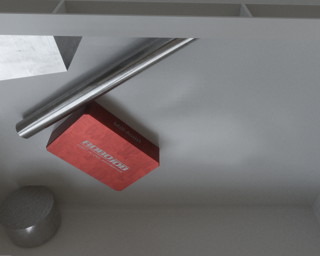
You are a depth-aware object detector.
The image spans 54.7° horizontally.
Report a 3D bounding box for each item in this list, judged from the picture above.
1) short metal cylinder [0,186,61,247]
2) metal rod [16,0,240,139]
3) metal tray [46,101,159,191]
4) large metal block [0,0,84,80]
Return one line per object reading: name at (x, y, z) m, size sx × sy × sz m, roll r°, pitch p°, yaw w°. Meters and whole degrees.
short metal cylinder at (-0.203, 0.138, 0.488) m, size 0.081 × 0.080 × 0.050 m, roll -1°, pitch 130°, yaw 0°
metal rod at (-0.053, -0.060, 0.357) m, size 0.300 × 0.025 × 0.025 m, roll -26°, pitch 126°, yaw 20°
metal tray at (-0.075, 0.030, 0.430) m, size 0.090 × 0.030 × 0.130 m, roll -37°, pitch 122°, yaw 26°
large metal block at (-0.127, -0.090, 0.294) m, size 0.080 × 0.080 × 0.050 m, roll -7°, pitch 130°, yaw 5°
